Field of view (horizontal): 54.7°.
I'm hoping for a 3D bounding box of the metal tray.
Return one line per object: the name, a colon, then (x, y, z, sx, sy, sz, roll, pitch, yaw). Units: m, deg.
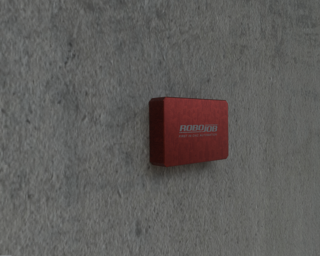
metal tray: (0.045, 0.004, 0.442, 0.131, 0.030, 0.089, -2, 91, -40)
